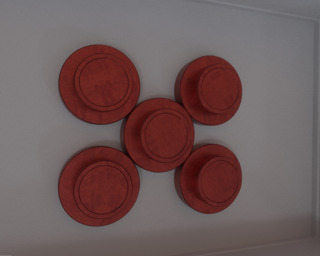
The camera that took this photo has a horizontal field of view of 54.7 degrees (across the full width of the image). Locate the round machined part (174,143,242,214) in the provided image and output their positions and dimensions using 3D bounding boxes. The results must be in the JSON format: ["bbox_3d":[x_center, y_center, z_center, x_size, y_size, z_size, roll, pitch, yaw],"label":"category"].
[{"bbox_3d":[0.073,0.071,0.429,0.099,0.042,0.097,0,90,-21],"label":"round machined part"}]

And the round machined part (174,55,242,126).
[{"bbox_3d":[0.073,-0.052,0.428,0.099,0.042,0.097,0,90,-21],"label":"round machined part"}]

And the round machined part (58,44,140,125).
[{"bbox_3d":[-0.071,-0.053,0.374,0.099,0.042,0.097,0,90,-21],"label":"round machined part"}]

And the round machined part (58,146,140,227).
[{"bbox_3d":[-0.071,0.071,0.375,0.099,0.042,0.097,0,90,-21],"label":"round machined part"}]

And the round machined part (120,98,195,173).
[{"bbox_3d":[0.001,0.009,0.401,0.099,0.042,0.097,0,90,-21],"label":"round machined part"}]
